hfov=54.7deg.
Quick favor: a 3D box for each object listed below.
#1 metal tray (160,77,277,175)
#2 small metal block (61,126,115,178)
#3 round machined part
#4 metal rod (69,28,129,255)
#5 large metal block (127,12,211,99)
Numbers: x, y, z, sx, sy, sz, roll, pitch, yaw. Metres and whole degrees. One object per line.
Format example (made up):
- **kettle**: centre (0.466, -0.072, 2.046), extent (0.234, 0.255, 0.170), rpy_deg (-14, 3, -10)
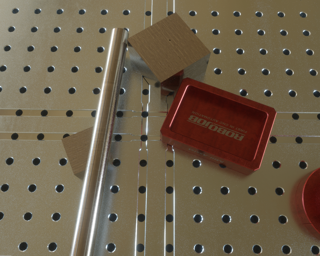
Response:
- **metal tray**: centre (0.076, -0.004, 0.410), extent (0.130, 0.030, 0.090), rpy_deg (21, 71, 7)
- **small metal block**: centre (-0.092, 0.030, 0.400), extent (0.050, 0.025, 0.050), rpy_deg (-23, 72, -8)
- **round machined part**: centre (0.221, 0.091, 0.371), extent (0.099, 0.042, 0.098), rpy_deg (0, 70, 0)
- **metal rod**: centre (-0.071, 0.007, 0.382), extent (0.025, 0.025, 0.299), rpy_deg (5, 69, 2)
- **large metal block**: centre (0.011, -0.101, 0.435), extent (0.080, 0.050, 0.080), rpy_deg (-33, 73, -11)
